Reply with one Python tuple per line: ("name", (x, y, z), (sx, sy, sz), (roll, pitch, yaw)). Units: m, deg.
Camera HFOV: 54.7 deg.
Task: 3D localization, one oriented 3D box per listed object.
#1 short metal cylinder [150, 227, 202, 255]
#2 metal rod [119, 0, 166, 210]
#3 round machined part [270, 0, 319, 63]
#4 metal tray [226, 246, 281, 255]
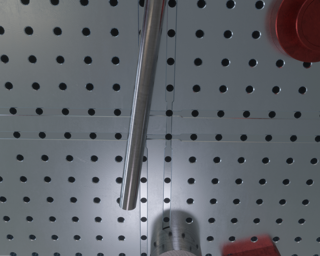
("short metal cylinder", (0.025, 0.201, 0.474), (0.081, 0.050, 0.079), (0, 110, 0))
("metal rod", (-0.025, -0.025, 0.404), (0.025, 0.025, 0.298), (8, 110, -3))
("round machined part", (0.184, -0.125, 0.360), (0.099, 0.042, 0.097), (0, 110, 0))
("metal tray", (0.160, 0.263, 0.509), (0.090, 0.030, 0.129), (-14, 110, 5))
